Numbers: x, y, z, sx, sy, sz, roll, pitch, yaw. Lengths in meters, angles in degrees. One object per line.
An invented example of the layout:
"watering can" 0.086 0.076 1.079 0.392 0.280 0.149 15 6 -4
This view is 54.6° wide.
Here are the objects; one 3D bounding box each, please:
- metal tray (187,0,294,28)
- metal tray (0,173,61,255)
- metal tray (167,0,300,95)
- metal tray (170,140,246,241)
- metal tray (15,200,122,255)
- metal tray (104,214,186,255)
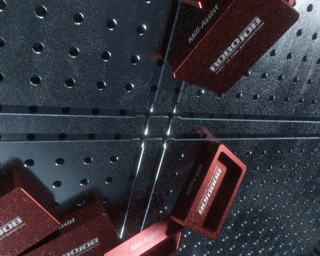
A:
"metal tray" 0.104 -0.169 0.359 0.131 0.030 0.089 7 115 -31
"metal tray" -0.201 0.122 0.373 0.130 0.030 0.090 -32 129 -8
"metal tray" 0.081 -0.102 0.357 0.091 0.030 0.129 14 132 -37
"metal tray" 0.078 0.096 0.475 0.090 0.030 0.130 39 72 -39
"metal tray" -0.127 0.168 0.442 0.131 0.030 0.090 -25 128 -13
"metal tray" -0.024 0.195 0.487 0.131 0.030 0.090 -25 143 -25
